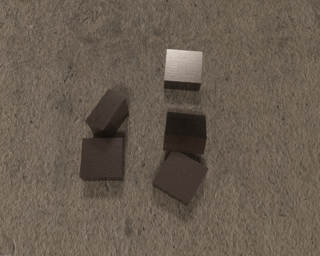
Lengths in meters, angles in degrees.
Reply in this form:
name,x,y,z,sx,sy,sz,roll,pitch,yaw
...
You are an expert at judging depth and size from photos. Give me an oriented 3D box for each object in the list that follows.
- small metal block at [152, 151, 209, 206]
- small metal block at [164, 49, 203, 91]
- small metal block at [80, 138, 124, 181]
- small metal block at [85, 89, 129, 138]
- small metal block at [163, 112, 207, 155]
name,x,y,z,sx,sy,sz,roll,pitch,yaw
small metal block,0.025,0.061,0.386,0.050,0.025,0.050,30,72,10
small metal block,0.033,-0.082,0.438,0.050,0.025,0.050,5,70,1
small metal block,-0.072,0.040,0.393,0.050,0.025,0.050,-1,70,-1
small metal block,-0.066,-0.015,0.399,0.025,0.050,0.050,29,73,10
small metal block,0.032,0.006,0.394,0.050,0.025,0.050,6,36,2
